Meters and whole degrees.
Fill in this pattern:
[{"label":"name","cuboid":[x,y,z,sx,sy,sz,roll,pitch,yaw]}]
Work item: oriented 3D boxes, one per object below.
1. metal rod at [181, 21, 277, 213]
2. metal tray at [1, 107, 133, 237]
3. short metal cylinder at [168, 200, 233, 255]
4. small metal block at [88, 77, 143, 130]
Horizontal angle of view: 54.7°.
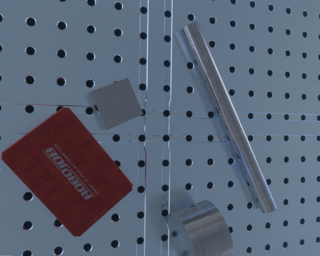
[{"label":"metal rod","cuboid":[0.104,-0.009,0.452,0.025,0.025,0.299,-29,100,-18]},{"label":"metal tray","cuboid":[-0.107,0.051,0.371,0.090,0.030,0.130,-41,103,-16]},{"label":"short metal cylinder","cuboid":[0.050,0.141,0.404,0.050,0.080,0.080,-15,95,-20]},{"label":"small metal block","cuboid":[-0.056,-0.030,0.393,0.050,0.025,0.050,-25,99,-19]}]
